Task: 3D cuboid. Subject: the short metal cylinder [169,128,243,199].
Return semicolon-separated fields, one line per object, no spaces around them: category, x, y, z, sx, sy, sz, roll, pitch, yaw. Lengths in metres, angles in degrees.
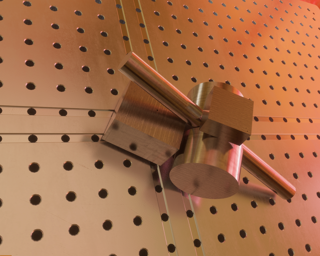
short metal cylinder;0.056;0.044;0.372;0.080;0.080;0.050;27;53;-12

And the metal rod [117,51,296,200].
metal rod;0.074;0.010;0.387;0.301;0.025;0.025;36;50;-24

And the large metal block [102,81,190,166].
large metal block;-0.014;-0.012;0.384;0.080;0.050;0.080;26;53;-12

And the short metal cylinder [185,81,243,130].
short metal cylinder;0.072;-0.016;0.418;0.080;0.080;0.050;25;53;-13

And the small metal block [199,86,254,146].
small metal block;0.076;-0.014;0.352;0.050;0.025;0.050;21;54;-6
